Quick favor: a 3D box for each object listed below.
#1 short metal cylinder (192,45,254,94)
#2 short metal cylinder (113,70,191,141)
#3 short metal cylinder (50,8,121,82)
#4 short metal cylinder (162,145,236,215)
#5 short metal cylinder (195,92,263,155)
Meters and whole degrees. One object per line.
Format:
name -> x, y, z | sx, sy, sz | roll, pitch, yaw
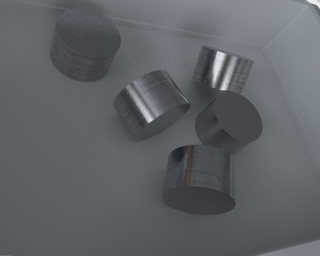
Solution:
short metal cylinder -> 0.095, -0.090, 0.470 | 0.080, 0.050, 0.080 | 15, 19, -5
short metal cylinder -> -0.010, -0.026, 0.381 | 0.081, 0.080, 0.050 | -24, 75, -36
short metal cylinder -> -0.097, -0.107, 0.402 | 0.081, 0.050, 0.080 | 14, 56, -21
short metal cylinder -> 0.046, 0.062, 0.357 | 0.080, 0.080, 0.050 | 21, 54, -16
short metal cylinder -> 0.098, -0.005, 0.445 | 0.081, 0.050, 0.080 | 13, 57, -21
